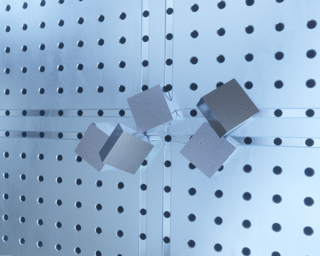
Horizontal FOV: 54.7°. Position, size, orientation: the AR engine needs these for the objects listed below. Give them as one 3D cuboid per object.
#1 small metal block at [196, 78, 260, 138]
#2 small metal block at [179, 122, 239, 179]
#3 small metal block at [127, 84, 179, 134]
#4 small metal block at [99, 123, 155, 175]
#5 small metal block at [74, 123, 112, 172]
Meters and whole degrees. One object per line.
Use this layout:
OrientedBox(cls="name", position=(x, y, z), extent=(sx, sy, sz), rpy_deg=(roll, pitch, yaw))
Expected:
OrientedBox(cls="small metal block", position=(0.081, -0.024, 0.372), extent=(0.050, 0.025, 0.050), rpy_deg=(-31, 78, -17))
OrientedBox(cls="small metal block", position=(0.062, 0.027, 0.390), extent=(0.050, 0.025, 0.050), rpy_deg=(41, 103, 15))
OrientedBox(cls="small metal block", position=(-0.010, -0.025, 0.415), extent=(0.050, 0.025, 0.050), rpy_deg=(-23, 83, 18))
OrientedBox(cls="small metal block", position=(-0.045, 0.028, 0.412), extent=(0.050, 0.050, 0.025), rpy_deg=(-55, 33, 11))
OrientedBox(cls="small metal block", position=(-0.085, 0.027, 0.441), extent=(0.050, 0.025, 0.050), rpy_deg=(35, 101, 16))
